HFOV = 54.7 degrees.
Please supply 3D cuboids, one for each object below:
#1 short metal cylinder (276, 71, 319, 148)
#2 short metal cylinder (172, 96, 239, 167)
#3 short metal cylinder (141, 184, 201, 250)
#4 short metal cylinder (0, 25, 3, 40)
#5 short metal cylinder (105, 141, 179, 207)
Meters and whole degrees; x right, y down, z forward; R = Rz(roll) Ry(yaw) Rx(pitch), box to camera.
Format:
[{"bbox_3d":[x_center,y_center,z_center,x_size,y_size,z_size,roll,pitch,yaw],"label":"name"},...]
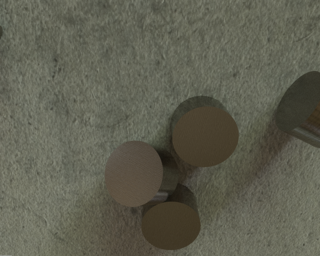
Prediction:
[{"bbox_3d":[0.188,-0.022,0.375,0.050,0.080,0.080,25,108,-9],"label":"short metal cylinder"},{"bbox_3d":[0.055,0.003,0.399,0.081,0.050,0.079,0,110,-1],"label":"short metal cylinder"},{"bbox_3d":[0.015,0.125,0.443,0.081,0.050,0.079,0,110,-1],"label":"short metal cylinder"},{"bbox_3d":[-0.224,-0.100,0.341,0.050,0.080,0.080,40,105,-14],"label":"short metal cylinder"},{"bbox_3d":[-0.023,0.059,0.397,0.080,0.050,0.080,-5,77,23],"label":"short metal cylinder"}]
